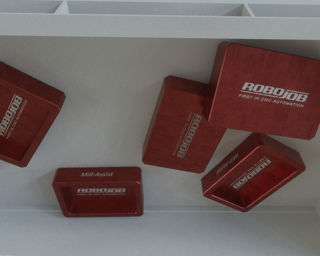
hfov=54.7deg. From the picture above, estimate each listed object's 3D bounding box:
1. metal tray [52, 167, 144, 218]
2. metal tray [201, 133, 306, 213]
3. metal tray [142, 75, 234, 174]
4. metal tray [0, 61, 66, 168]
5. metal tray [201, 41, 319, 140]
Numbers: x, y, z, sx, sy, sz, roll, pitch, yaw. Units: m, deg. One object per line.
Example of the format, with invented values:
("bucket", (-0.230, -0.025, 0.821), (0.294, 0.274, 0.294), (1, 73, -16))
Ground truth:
("metal tray", (-0.093, 0.103, 0.492), (0.131, 0.030, 0.089), (-1, 130, 0))
("metal tray", (0.136, 0.071, 0.466), (0.090, 0.030, 0.129), (26, 126, -21))
("metal tray", (0.034, 0.001, 0.407), (0.091, 0.030, 0.129), (11, 129, -10))
("metal tray", (-0.190, -0.012, 0.393), (0.090, 0.030, 0.129), (27, 125, -22))
("metal tray", (0.121, -0.040, 0.347), (0.131, 0.030, 0.089), (8, 108, -11))
